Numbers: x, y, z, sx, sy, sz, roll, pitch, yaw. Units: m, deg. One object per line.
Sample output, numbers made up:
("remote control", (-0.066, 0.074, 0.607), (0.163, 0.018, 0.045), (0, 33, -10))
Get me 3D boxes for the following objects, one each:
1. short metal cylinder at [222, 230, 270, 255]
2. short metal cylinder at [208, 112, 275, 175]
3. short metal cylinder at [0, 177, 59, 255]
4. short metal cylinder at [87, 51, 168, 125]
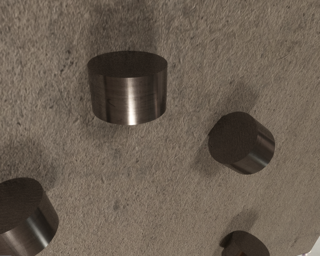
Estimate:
("short metal cylinder", (0.173, 0.256, 0.627), (0.081, 0.080, 0.050), (11, 113, -33))
("short metal cylinder", (0.118, 0.022, 0.452), (0.050, 0.080, 0.080), (30, 102, -38))
("short metal cylinder", (-0.162, 0.102, 0.346), (0.081, 0.080, 0.050), (-22, 127, -16))
("short metal cylinder", (-0.033, -0.045, 0.327), (0.081, 0.080, 0.050), (-13, 124, -22))
